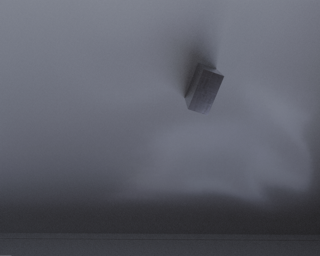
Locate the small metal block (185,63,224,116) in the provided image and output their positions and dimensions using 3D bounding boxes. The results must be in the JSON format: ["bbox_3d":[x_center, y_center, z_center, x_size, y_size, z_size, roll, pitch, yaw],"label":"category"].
[{"bbox_3d":[0.053,-0.049,0.381,0.025,0.050,0.050,18,109,-7],"label":"small metal block"}]
